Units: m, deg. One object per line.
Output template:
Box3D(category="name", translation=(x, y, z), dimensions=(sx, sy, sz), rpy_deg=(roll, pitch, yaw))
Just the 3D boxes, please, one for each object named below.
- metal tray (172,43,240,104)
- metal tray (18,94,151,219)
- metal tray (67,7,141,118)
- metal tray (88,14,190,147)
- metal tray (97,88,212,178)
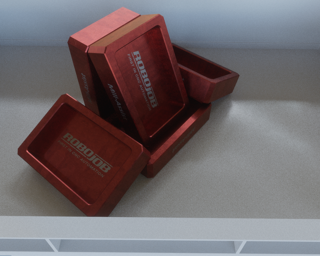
Box3D(category="metal tray", translation=(0.038, -0.085, 0.449), dimensions=(0.130, 0.030, 0.091), rpy_deg=(32, 31, 23))
Box3D(category="metal tray", translation=(-0.088, 0.029, 0.352), dimensions=(0.130, 0.030, 0.090), rpy_deg=(33, 81, 24))
Box3D(category="metal tray", translation=(-0.059, -0.073, 0.394), dimensions=(0.030, 0.129, 0.090), rpy_deg=(32, 57, 25))
Box3D(category="metal tray", translation=(-0.017, -0.054, 0.364), dimensions=(0.030, 0.129, 0.090), rpy_deg=(15, 47, 43))
Box3D(category="metal tray", translation=(-0.005, -0.007, 0.405), dimensions=(0.090, 0.030, 0.131), rpy_deg=(32, 57, 23))
